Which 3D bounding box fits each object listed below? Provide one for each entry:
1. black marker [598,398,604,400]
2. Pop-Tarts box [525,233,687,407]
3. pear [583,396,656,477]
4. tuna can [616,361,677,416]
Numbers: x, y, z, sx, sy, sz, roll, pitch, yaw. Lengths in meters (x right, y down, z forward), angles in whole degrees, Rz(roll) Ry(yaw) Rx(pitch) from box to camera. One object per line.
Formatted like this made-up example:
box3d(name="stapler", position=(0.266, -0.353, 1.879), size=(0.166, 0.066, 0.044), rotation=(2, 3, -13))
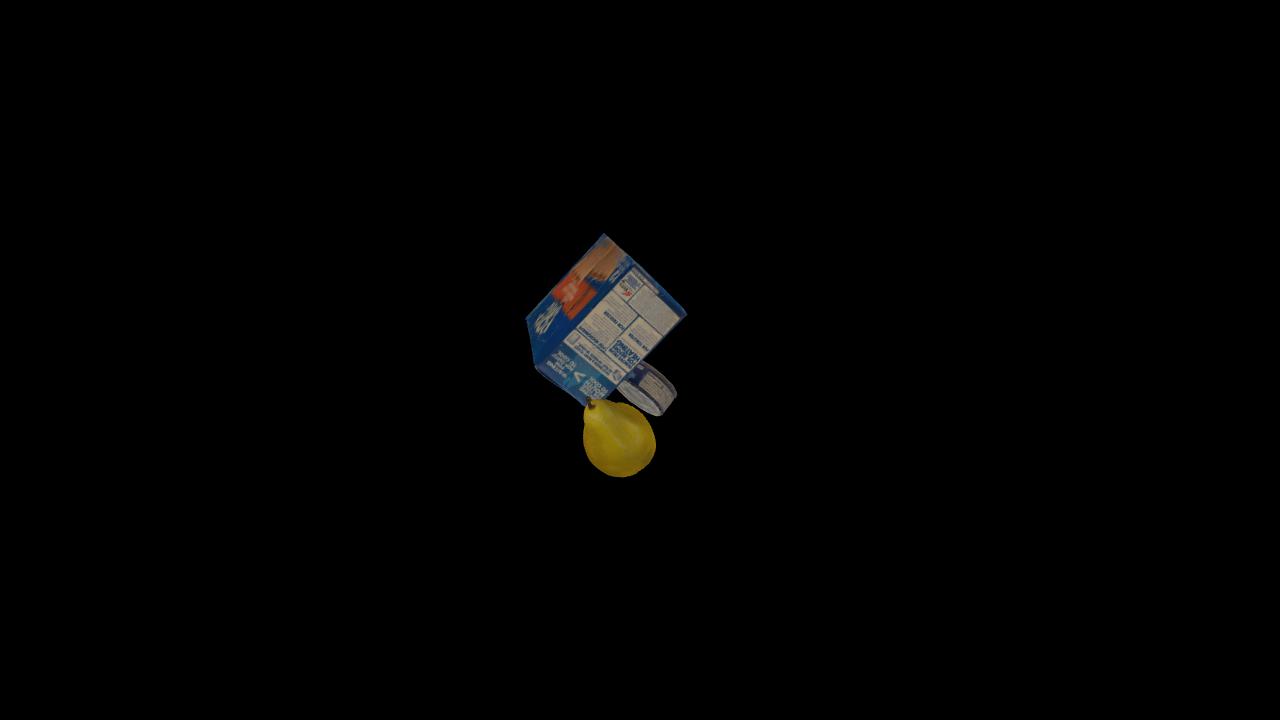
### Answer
box3d(name="black marker", position=(-0.034, -0.005, 0.727), size=(0.020, 0.020, 0.121), rotation=(0, -7, -37))
box3d(name="Pop-Tarts box", position=(-0.045, -0.048, 0.667), size=(0.083, 0.141, 0.167), rotation=(41, 7, -23))
box3d(name="pear", position=(-0.034, 0.069, 0.633), size=(0.080, 0.080, 0.111), rotation=(0, -42, 44))
box3d(name="tuna can", position=(0.003, 0.033, 0.763), size=(0.084, 0.034, 0.084), rotation=(35, -16, 11))
